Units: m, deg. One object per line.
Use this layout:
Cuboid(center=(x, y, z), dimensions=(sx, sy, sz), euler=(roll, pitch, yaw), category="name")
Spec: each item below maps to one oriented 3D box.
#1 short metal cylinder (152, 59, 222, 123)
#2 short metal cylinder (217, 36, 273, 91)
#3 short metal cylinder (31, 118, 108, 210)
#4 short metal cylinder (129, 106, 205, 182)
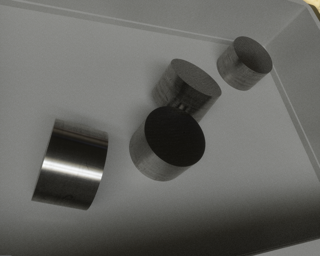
Cuboid(center=(0.037, -0.051, 0.426), dimensions=(0.080, 0.050, 0.080), euler=(25, 32, -17), category="short metal cylinder")
Cuboid(center=(0.147, -0.112, 0.540), dimensions=(0.081, 0.050, 0.080), euler=(14, 56, -21), category="short metal cylinder")
Cuboid(center=(-0.088, 0.036, 0.302), dimensions=(0.050, 0.080, 0.080), euler=(17, 55, -19), category="short metal cylinder")
Cuboid(center=(0.008, 0.020, 0.384), dimensions=(0.081, 0.050, 0.080), euler=(14, 56, -21), category="short metal cylinder")
